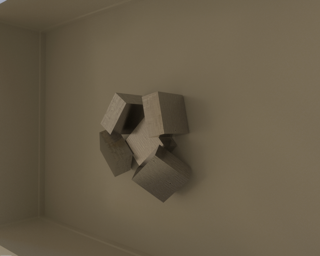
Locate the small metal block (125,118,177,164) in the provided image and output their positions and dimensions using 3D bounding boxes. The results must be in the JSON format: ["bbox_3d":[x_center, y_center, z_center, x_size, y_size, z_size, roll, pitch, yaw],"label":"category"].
[{"bbox_3d":[-0.014,0.021,0.413,0.050,0.025,0.050,-49,61,28],"label":"small metal block"}]

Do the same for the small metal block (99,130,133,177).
[{"bbox_3d":[-0.063,0.034,0.439,0.050,0.025,0.050,56,155,24],"label":"small metal block"}]

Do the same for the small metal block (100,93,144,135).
[{"bbox_3d":[-0.045,-0.019,0.423,0.025,0.050,0.050,44,116,31],"label":"small metal block"}]

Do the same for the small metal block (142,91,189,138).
[{"bbox_3d":[0.007,-0.015,0.380,0.025,0.050,0.050,-14,81,38],"label":"small metal block"}]

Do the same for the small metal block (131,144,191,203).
[{"bbox_3d":[0.002,0.057,0.384,0.050,0.025,0.050,38,119,-8],"label":"small metal block"}]
